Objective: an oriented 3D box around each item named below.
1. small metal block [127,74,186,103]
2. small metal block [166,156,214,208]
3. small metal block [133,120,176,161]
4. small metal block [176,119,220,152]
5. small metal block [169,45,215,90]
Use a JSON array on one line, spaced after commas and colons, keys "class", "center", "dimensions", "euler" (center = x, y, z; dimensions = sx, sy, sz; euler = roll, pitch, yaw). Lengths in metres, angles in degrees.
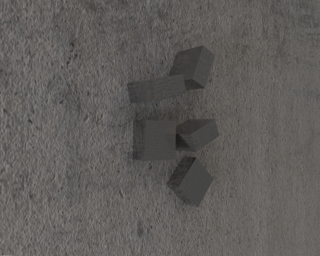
[{"class": "small metal block", "center": [-0.004, -0.049, 0.384], "dimensions": [0.050, 0.050, 0.025], "euler": [-17, 101, -39]}, {"class": "small metal block", "center": [0.044, 0.076, 0.441], "dimensions": [0.050, 0.025, 0.050], "euler": [50, 61, -28]}, {"class": "small metal block", "center": [-0.007, 0.015, 0.399], "dimensions": [0.050, 0.025, 0.050], "euler": [2, 89, -40]}, {"class": "small metal block", "center": [0.044, 0.009, 0.425], "dimensions": [0.050, 0.050, 0.025], "euler": [-30, 109, -36]}, {"class": "small metal block", "center": [0.041, -0.080, 0.422], "dimensions": [0.025, 0.050, 0.050], "euler": [29, 72, -36]}]
